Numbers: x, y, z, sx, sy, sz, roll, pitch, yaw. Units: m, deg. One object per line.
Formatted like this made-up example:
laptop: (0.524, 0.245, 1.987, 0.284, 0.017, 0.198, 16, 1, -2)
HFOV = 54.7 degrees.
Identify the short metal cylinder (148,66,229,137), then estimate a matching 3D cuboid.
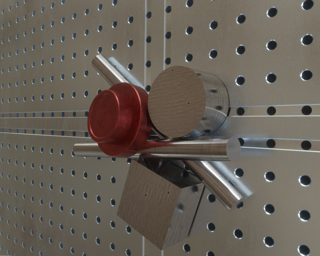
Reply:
short metal cylinder: (0.033, -0.029, 0.363, 0.080, 0.050, 0.079, 0, 90, 39)

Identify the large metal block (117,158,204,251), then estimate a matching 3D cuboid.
large metal block: (-0.001, 0.089, 0.389, 0.080, 0.050, 0.079, 25, 106, 37)

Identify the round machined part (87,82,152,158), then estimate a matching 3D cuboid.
round machined part: (-0.057, -0.012, 0.400, 0.098, 0.042, 0.098, -12, 73, 43)

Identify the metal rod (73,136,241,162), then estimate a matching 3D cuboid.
metal rod: (-0.031, 0.028, 0.409, 0.300, 0.025, 0.025, -4, 88, 47)

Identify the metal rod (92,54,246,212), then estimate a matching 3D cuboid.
metal rod: (-0.005, -0.011, 0.412, 0.300, 0.025, 0.025, 46, 117, 30)
